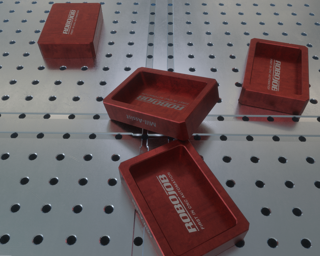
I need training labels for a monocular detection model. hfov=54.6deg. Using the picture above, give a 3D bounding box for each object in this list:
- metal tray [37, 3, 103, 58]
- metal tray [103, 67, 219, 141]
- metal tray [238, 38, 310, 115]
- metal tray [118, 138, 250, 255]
[{"bbox_3d":[-0.155,-0.176,0.552,0.090,0.030,0.130,-1,50,-1],"label":"metal tray"},{"bbox_3d":[0.001,-0.038,0.414,0.130,0.030,0.090,16,50,32],"label":"metal tray"},{"bbox_3d":[0.176,-0.083,0.475,0.090,0.030,0.130,13,51,10],"label":"metal tray"},{"bbox_3d":[0.021,0.078,0.338,0.091,0.030,0.130,-22,53,-17],"label":"metal tray"}]
